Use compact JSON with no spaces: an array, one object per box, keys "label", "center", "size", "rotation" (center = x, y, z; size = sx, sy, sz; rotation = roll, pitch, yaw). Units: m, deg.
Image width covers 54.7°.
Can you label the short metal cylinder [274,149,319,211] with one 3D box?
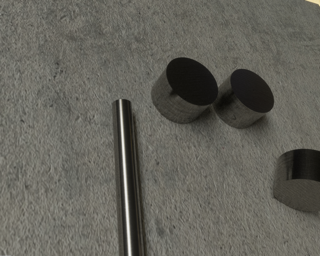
[{"label":"short metal cylinder","center":[0.204,0.074,0.433],"size":[0.080,0.080,0.050],"rotation":[30,52,-9]}]

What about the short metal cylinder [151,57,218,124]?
[{"label":"short metal cylinder","center":[0.034,-0.052,0.438],"size":[0.081,0.050,0.080],"rotation":[14,56,-21]}]

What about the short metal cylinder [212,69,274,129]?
[{"label":"short metal cylinder","center":[0.129,-0.045,0.485],"size":[0.081,0.050,0.080],"rotation":[14,56,-21]}]

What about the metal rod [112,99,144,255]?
[{"label":"metal rod","center":[-0.032,0.101,0.324],"size":[0.025,0.025,0.299],"rotation":[7,59,-25]}]
